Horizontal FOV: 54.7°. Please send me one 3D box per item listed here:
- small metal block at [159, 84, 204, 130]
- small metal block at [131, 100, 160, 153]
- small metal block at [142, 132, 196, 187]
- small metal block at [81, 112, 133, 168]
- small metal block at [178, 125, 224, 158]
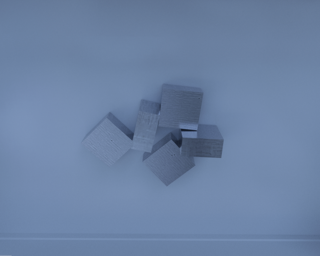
[{"bbox_3d":[0.026,-0.027,0.400,0.050,0.025,0.050,6,110,-3],"label":"small metal block"},{"bbox_3d":[-0.018,-0.003,0.394,0.025,0.050,0.050,12,110,-5],"label":"small metal block"},{"bbox_3d":[0.012,0.043,0.425,0.050,0.025,0.050,-39,106,12],"label":"small metal block"},{"bbox_3d":[-0.068,0.016,0.414,0.050,0.025,0.050,-43,105,14],"label":"small metal block"},{"bbox_3d":[0.052,0.016,0.402,0.050,0.050,0.025,3,110,-2],"label":"small metal block"}]
